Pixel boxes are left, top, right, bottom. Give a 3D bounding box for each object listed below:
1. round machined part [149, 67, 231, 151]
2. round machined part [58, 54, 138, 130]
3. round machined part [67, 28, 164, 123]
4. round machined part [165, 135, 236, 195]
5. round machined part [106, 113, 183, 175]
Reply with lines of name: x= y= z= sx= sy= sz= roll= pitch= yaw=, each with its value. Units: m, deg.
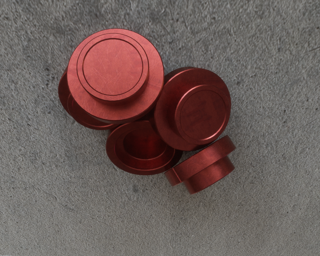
round machined part: x=0.040 y=-0.019 z=0.353 sx=0.099 sy=0.042 sz=0.097 roll=-6 pitch=108 yaw=-20
round machined part: x=-0.071 y=-0.036 z=0.368 sx=0.099 sy=0.042 sz=0.097 roll=-1 pitch=130 yaw=0
round machined part: x=-0.045 y=-0.055 z=0.312 sx=0.099 sy=0.097 sz=0.042 roll=1 pitch=172 yaw=-1
round machined part: x=0.058 y=0.052 z=0.407 sx=0.098 sy=0.099 sz=0.042 roll=-35 pitch=81 yaw=26
round machined part: x=-0.020 y=0.015 z=0.410 sx=0.099 sy=0.042 sz=0.097 roll=-1 pitch=130 yaw=0
